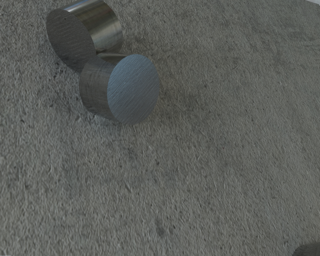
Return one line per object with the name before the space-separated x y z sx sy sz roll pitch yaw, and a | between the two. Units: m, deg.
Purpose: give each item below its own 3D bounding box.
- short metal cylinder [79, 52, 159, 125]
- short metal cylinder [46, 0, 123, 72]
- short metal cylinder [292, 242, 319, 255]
short metal cylinder | -0.046 -0.048 0.365 0.081 0.050 0.079 -19 116 -45
short metal cylinder | -0.094 -0.117 0.389 0.080 0.080 0.050 43 51 1
short metal cylinder | 0.215 0.185 0.390 0.081 0.050 0.080 14 56 -21
